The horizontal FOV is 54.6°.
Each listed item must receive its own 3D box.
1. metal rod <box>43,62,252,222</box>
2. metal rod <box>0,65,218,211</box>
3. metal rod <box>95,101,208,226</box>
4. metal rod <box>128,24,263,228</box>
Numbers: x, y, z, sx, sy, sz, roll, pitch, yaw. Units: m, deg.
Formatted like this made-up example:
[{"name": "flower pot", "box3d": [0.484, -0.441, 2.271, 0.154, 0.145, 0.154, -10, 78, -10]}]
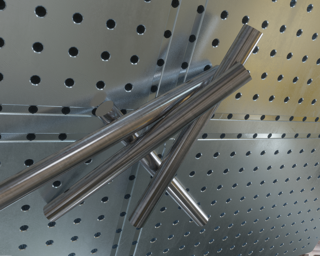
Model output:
[{"name": "metal rod", "box3d": [-0.023, 0.023, 0.374, 0.300, 0.025, 0.025, -36, 130, 11]}, {"name": "metal rod", "box3d": [-0.041, -0.001, 0.354, 0.302, 0.025, 0.025, -31, 129, -22]}, {"name": "metal rod", "box3d": [0.005, 0.070, 0.456, 0.025, 0.025, 0.300, -39, 129, -2]}, {"name": "metal rod", "box3d": [0.037, 0.010, 0.400, 0.025, 0.025, 0.299, 17, 111, -35]}]
